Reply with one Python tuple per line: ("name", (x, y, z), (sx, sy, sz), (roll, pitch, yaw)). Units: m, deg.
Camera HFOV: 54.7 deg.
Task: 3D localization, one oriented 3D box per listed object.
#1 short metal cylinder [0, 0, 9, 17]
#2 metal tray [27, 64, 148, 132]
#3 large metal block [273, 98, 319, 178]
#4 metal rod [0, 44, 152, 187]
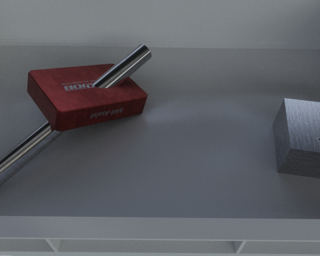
("short metal cylinder", (-0.327, -0.235, 0.565), (0.080, 0.080, 0.050), (3, 50, 2))
("metal tray", (-0.093, -0.046, 0.410), (0.131, 0.030, 0.090), (-15, 49, -40))
("large metal block", (0.190, 0.013, 0.380), (0.080, 0.050, 0.080), (8, 50, 6))
("metal rod", (-0.119, -0.012, 0.389), (0.025, 0.025, 0.301), (34, 65, 24))
